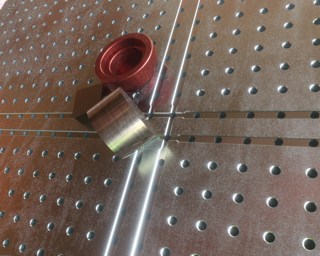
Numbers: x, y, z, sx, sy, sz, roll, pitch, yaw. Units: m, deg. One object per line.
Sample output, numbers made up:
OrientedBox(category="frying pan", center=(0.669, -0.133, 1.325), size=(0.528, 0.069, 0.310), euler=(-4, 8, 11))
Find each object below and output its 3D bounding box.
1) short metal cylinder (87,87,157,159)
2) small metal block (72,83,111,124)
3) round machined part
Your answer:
OrientedBox(category="short metal cylinder", center=(-0.048, -0.007, 0.403), size=(0.050, 0.080, 0.080), euler=(-37, 51, 4))
OrientedBox(category="small metal block", center=(-0.107, -0.039, 0.488), size=(0.050, 0.025, 0.050), euler=(-13, 56, 21))
OrientedBox(category="round machined part", center=(-0.048, -0.097, 0.481), size=(0.098, 0.042, 0.098), euler=(-13, 55, 19))
